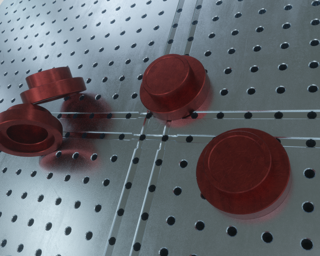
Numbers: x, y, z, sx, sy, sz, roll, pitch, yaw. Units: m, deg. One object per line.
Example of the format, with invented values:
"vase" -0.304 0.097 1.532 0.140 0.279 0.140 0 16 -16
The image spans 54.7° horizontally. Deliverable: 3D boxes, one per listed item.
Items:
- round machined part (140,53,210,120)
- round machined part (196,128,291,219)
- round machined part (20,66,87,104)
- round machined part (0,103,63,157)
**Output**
"round machined part" 0.015 -0.063 0.427 0.098 0.042 0.098 -13 57 20
"round machined part" 0.084 0.042 0.327 0.098 0.042 0.098 -13 56 20
"round machined part" -0.170 -0.067 0.489 0.098 0.098 0.042 -14 98 20
"round machined part" -0.197 0.000 0.462 0.098 0.098 0.042 -22 54 15
